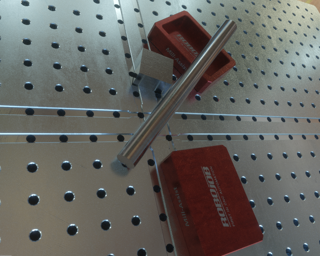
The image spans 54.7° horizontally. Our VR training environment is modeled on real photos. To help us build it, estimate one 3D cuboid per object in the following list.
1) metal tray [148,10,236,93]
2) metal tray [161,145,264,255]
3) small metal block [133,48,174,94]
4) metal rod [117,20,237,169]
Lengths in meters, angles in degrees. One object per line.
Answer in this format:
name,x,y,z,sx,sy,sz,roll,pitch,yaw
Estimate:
metal tray,0.054,-0.130,0.515,0.130,0.030,0.091,48,51,5
metal tray,0.064,0.089,0.387,0.091,0.030,0.130,-5,64,-31
small metal block,-0.009,-0.084,0.456,0.050,0.025,0.050,17,55,-19
metal rod,0.038,-0.065,0.439,0.025,0.025,0.301,39,60,-3
